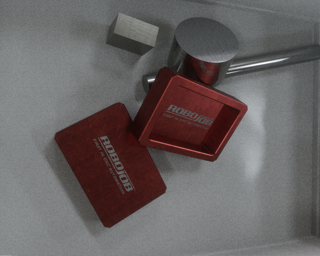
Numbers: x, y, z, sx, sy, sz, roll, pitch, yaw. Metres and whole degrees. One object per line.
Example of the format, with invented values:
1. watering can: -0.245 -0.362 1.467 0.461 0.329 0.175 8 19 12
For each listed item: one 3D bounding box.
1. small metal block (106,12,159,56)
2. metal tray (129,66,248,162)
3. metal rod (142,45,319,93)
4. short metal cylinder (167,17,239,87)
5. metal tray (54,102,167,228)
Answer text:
1. small metal block: -0.036 -0.115 0.385 0.050 0.050 0.025 14 85 -20
2. metal tray: 0.039 -0.011 0.386 0.131 0.030 0.089 16 110 -36
3. metal rod: 0.119 -0.091 0.455 0.302 0.025 0.025 -14 95 -20
4. short metal cylinder: 0.054 -0.096 0.399 0.081 0.050 0.080 6 57 -8
5. metal tray: -0.060 0.044 0.387 0.091 0.030 0.129 -29 100 -18
